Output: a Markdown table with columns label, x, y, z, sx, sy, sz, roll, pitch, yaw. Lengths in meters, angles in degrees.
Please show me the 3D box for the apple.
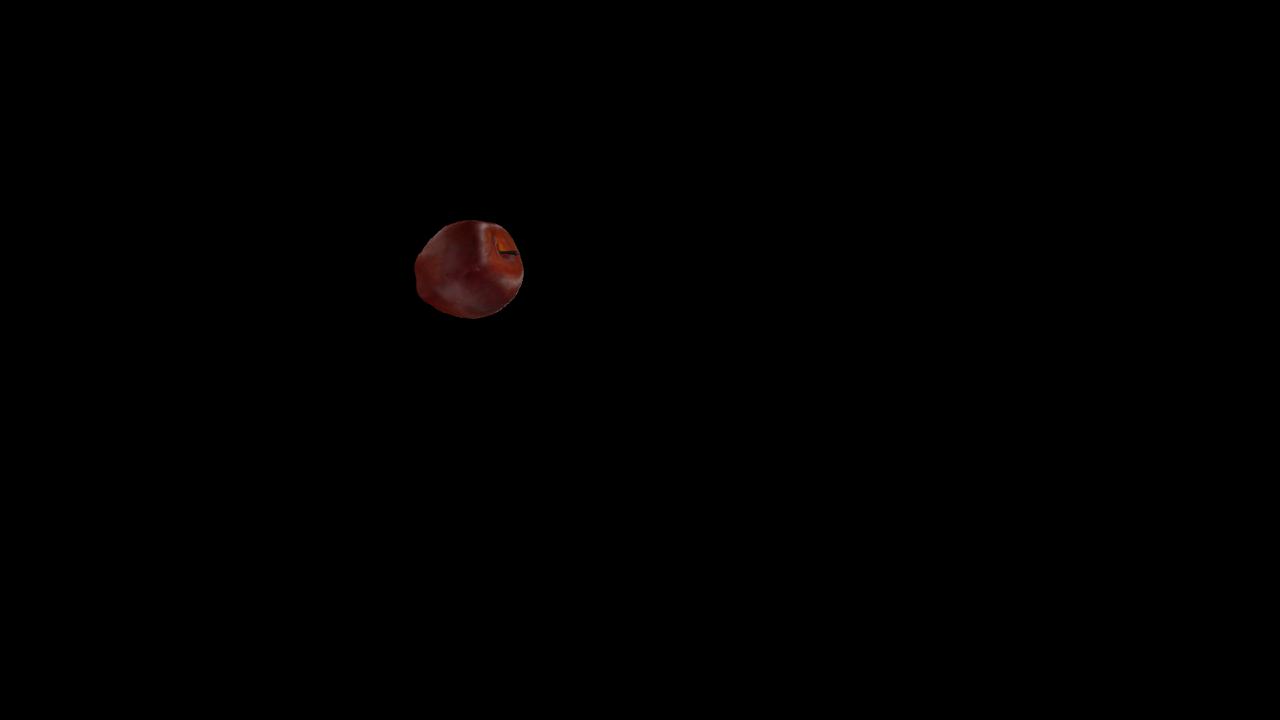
| label | x | y | z | sx | sy | sz | roll | pitch | yaw |
| --- | --- | --- | --- | --- | --- | --- | --- | --- | --- |
| apple | -0.140 | -0.074 | 0.508 | 0.093 | 0.079 | 0.079 | -19 | -7 | 22 |
